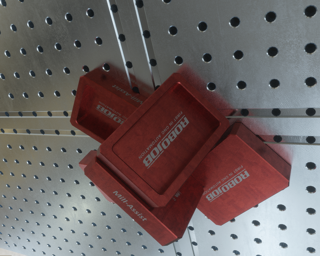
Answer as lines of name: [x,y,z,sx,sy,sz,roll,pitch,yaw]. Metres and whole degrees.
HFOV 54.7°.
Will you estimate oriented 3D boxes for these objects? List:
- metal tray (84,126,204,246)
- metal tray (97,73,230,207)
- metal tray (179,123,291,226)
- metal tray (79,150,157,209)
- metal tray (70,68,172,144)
metal tray: [-0.014,0.064,0.375,0.130,0.090,0.030,44,129,-3]
metal tray: [0.007,0.011,0.346,0.090,0.130,0.030,44,157,-2]
metal tray: [0.087,0.064,0.399,0.090,0.030,0.129,41,129,-1]
metal tray: [-0.051,0.078,0.450,0.130,0.030,0.090,1,131,44]
metal tray: [-0.056,-0.012,0.429,0.130,0.030,0.089,31,128,7]
